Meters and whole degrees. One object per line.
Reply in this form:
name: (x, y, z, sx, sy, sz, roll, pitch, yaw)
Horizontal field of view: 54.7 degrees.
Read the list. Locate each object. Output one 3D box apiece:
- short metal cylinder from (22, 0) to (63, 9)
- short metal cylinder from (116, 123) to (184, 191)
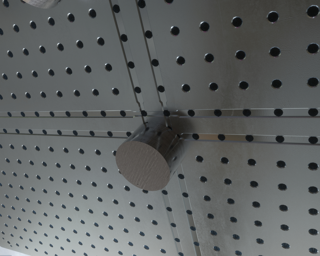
short metal cylinder: (-0.127, -0.178, 0.332, 0.050, 0.080, 0.080, -24, 106, 36)
short metal cylinder: (-0.013, 0.039, 0.426, 0.080, 0.050, 0.079, 13, 124, 21)
